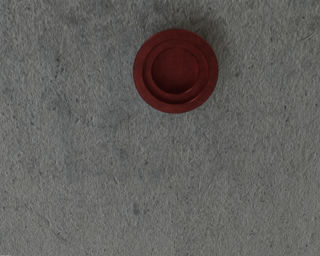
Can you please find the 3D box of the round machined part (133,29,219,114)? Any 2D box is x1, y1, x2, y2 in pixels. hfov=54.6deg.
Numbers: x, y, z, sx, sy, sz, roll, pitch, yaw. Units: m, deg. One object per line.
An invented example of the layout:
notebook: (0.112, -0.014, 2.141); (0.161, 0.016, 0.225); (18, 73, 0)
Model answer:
round machined part: (0.018, -0.070, 0.375); (0.099, 0.042, 0.097); (0, 110, 0)
